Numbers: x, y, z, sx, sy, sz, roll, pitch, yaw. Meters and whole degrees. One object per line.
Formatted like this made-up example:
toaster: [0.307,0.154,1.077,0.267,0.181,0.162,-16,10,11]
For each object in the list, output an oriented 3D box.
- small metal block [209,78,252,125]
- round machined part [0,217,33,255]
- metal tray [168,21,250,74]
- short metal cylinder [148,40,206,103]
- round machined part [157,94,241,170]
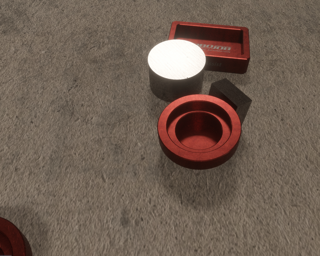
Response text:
small metal block: [0.089,-0.029,0.411,0.025,0.050,0.050,-22,54,-25]
round machined part: [-0.165,0.133,0.278,0.099,0.042,0.098,0,50,0]
metal tray: [0.079,-0.136,0.514,0.131,0.030,0.090,7,50,5]
short metal cylinder: [0.024,-0.083,0.452,0.081,0.050,0.080,0,56,1]
round machined part: [0.047,0.009,0.381,0.099,0.042,0.098,-2,54,4]
